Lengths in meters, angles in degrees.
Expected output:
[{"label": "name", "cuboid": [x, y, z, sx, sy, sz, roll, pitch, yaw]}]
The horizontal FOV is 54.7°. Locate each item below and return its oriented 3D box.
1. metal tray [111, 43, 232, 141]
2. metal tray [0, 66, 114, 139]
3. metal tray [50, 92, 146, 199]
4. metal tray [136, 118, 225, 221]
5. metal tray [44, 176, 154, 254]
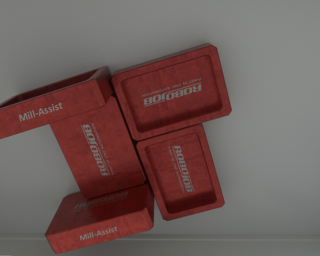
[{"label": "metal tray", "cuboid": [0.015, -0.044, 0.391, 0.131, 0.030, 0.089, -16, 110, 5]}, {"label": "metal tray", "cuboid": [-0.123, -0.032, 0.359, 0.131, 0.090, 0.030, -17, 109, 5]}, {"label": "metal tray", "cuboid": [-0.080, 0.024, 0.413, 0.090, 0.030, 0.129, -16, 110, 5]}, {"label": "metal tray", "cuboid": [0.030, 0.059, 0.429, 0.090, 0.030, 0.129, -16, 110, 5]}, {"label": "metal tray", "cuboid": [-0.074, 0.111, 0.413, 0.131, 0.090, 0.030, -16, 110, 5]}]
